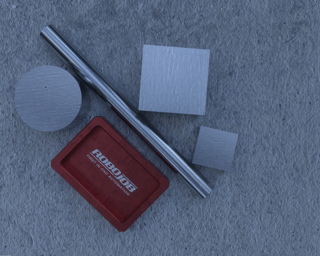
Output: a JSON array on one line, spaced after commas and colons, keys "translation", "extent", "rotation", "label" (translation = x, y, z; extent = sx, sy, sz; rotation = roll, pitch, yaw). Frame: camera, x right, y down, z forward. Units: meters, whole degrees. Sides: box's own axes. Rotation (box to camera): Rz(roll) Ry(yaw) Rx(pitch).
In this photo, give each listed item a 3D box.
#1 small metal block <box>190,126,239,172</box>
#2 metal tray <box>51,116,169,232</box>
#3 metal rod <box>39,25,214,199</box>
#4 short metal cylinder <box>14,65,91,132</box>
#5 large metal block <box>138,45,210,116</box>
[{"translation": [0.072, 0.027, 0.413], "extent": [0.050, 0.025, 0.050], "rotation": [13, 90, -1], "label": "small metal block"}, {"translation": [-0.064, 0.058, 0.408], "extent": [0.130, 0.030, 0.090], "rotation": [44, 90, -1], "label": "metal tray"}, {"translation": [-0.043, -0.021, 0.410], "extent": [0.025, 0.025, 0.300], "rotation": [-45, 91, 0], "label": "metal rod"}, {"translation": [-0.135, -0.036, 0.397], "extent": [0.081, 0.050, 0.079], "rotation": [0, 90, -1], "label": "short metal cylinder"}, {"translation": [0.017, -0.058, 0.399], "extent": [0.081, 0.050, 0.079], "rotation": [4, 90, -1], "label": "large metal block"}]
